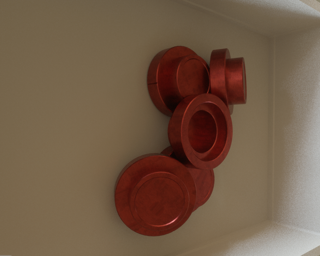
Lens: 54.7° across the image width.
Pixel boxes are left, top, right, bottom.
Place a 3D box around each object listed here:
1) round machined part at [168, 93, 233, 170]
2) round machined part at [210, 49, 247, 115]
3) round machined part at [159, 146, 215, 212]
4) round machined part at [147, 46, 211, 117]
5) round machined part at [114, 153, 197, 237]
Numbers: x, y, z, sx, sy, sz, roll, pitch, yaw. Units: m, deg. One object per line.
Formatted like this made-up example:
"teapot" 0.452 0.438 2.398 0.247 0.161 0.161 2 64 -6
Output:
"round machined part" 0.049 0.005 0.408 0.099 0.042 0.097 0 90 -40
"round machined part" 0.103 -0.068 0.455 0.098 0.042 0.097 -3 90 -71
"round machined part" 0.038 0.072 0.427 0.099 0.042 0.097 0 90 -40
"round machined part" 0.034 -0.063 0.423 0.099 0.042 0.097 0 90 -40
"round machined part" -0.004 0.081 0.365 0.099 0.042 0.097 -1 94 -11
